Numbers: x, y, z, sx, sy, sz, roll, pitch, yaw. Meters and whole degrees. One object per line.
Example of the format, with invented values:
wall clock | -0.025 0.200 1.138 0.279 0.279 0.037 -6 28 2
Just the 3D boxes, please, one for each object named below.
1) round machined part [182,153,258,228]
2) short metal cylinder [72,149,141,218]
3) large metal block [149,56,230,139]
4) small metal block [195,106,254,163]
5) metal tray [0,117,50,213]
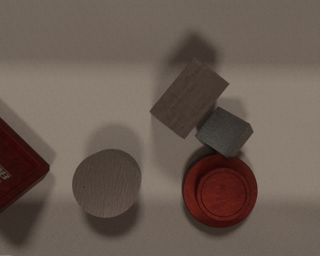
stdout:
round machined part | 0.079 0.082 0.404 0.099 0.042 0.097 0 90 -1
short metal cylinder | -0.066 0.068 0.398 0.081 0.050 0.079 0 90 -1
large metal block | 0.033 -0.034 0.384 0.050 0.080 0.080 39 90 -1
small metal block | 0.082 0.008 0.398 0.050 0.025 0.050 36 84 36
metal tray | -0.215 0.035 0.377 0.130 0.090 0.030 45 132 -1
